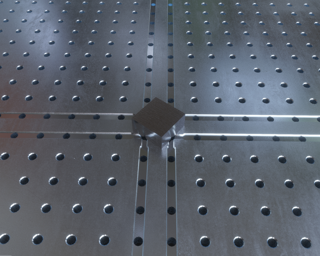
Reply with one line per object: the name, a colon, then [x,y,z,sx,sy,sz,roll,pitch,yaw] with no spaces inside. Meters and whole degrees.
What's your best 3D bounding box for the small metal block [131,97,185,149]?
small metal block: [-0.002,-0.008,0.415,0.050,0.025,0.050,32,57,23]
